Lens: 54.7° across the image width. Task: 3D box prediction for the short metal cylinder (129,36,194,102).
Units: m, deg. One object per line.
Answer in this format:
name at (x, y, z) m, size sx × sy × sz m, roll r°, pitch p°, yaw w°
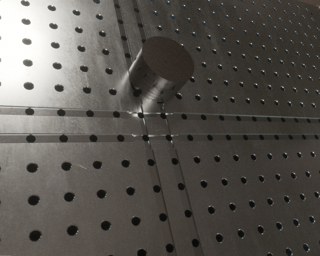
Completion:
short metal cylinder at (0.002, -0.084, 0.446) m, size 0.081 × 0.050 × 0.080 m, roll 14°, pitch 56°, yaw -21°
